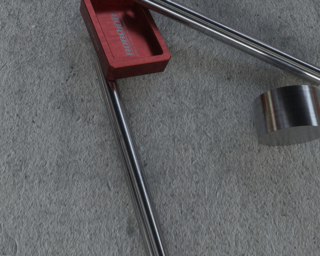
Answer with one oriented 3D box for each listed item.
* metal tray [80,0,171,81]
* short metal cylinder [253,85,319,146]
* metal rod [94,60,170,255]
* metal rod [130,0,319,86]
[{"bbox_3d":[-0.051,-0.135,0.440,0.091,0.030,0.130,-14,70,-24],"label":"metal tray"},{"bbox_3d":[0.160,-0.013,0.385,0.081,0.080,0.050,-2,70,-1],"label":"short metal cylinder"},{"bbox_3d":[-0.037,0.042,0.392,0.025,0.025,0.299,-16,71,-6],"label":"metal rod"},{"bbox_3d":[0.091,-0.134,0.439,0.301,0.025,0.025,25,72,1],"label":"metal rod"}]
